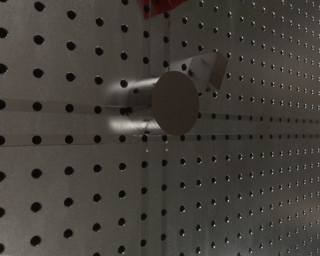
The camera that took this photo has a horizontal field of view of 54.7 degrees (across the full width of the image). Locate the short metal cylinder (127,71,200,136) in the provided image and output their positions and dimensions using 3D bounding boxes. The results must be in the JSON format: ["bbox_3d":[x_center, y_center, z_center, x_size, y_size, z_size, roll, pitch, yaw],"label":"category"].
[{"bbox_3d":[0.005,-0.030,0.399,0.081,0.050,0.079,0,90,-40],"label":"short metal cylinder"}]

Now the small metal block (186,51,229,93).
[{"bbox_3d":[0.066,-0.080,0.450,0.025,0.050,0.050,32,70,-36],"label":"small metal block"}]

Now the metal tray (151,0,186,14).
[{"bbox_3d":[0.005,-0.233,0.411,0.090,0.030,0.130,-46,118,-31],"label":"metal tray"}]
